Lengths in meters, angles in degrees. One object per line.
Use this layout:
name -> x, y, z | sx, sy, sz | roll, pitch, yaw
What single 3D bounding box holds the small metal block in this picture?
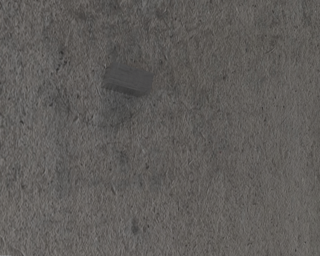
small metal block -> -0.041, -0.058, 0.380 | 0.050, 0.050, 0.025 | 13, 86, -20
